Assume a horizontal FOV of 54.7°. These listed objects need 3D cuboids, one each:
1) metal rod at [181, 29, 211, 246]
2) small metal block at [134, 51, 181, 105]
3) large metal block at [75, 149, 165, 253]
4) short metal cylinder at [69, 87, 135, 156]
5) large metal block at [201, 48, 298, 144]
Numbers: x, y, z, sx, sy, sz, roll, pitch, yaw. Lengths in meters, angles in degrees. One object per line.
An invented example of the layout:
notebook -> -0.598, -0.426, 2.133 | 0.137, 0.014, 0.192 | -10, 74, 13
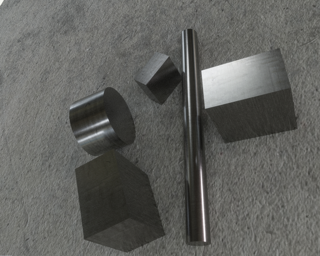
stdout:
metal rod -> 0.041, -0.012, 0.389 | 0.025, 0.025, 0.299 | -12, 56, 21
small metal block -> -0.001, -0.068, 0.430 | 0.025, 0.050, 0.050 | 30, 79, 37
large metal block -> -0.043, 0.082, 0.341 | 0.050, 0.080, 0.080 | -28, 52, 11
short metal cylinder -> -0.074, -0.008, 0.413 | 0.050, 0.080, 0.080 | -21, 54, 16
large metal block -> 0.098, -0.030, 0.336 | 0.080, 0.080, 0.050 | -13, 56, 21
